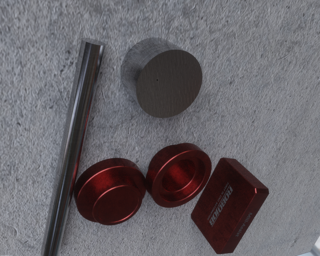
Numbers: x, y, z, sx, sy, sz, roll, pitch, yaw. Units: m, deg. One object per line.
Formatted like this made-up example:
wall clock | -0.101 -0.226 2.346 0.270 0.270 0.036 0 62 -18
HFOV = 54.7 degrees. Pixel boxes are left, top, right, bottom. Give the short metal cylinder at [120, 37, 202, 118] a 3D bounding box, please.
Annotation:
short metal cylinder | 0.001 -0.058 0.357 0.081 0.050 0.079 -14 125 -21

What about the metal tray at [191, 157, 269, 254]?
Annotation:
metal tray | 0.108 0.125 0.503 0.030 0.090 0.129 10 113 -33

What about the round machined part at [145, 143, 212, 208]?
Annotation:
round machined part | 0.022 0.063 0.446 0.099 0.042 0.097 -16 125 -24

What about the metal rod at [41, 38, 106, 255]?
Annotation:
metal rod | -0.110 0.042 0.373 0.025 0.025 0.298 4 117 -31

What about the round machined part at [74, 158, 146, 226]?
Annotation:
round machined part | -0.063 0.092 0.420 0.099 0.042 0.097 -14 124 -21
